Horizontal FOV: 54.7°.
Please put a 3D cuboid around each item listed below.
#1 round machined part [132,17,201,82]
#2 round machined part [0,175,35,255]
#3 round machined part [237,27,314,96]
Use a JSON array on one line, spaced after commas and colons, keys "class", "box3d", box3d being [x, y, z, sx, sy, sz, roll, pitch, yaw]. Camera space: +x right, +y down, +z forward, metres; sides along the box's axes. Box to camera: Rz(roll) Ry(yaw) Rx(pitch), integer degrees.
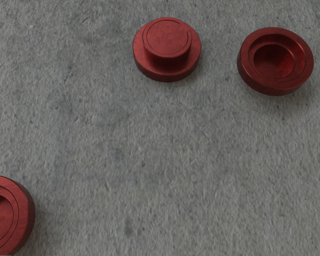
[{"class": "round machined part", "box3d": [0.010, -0.118, 0.442, 0.099, 0.042, 0.098, 0, 70, -1]}, {"class": "round machined part", "box3d": [-0.194, 0.106, 0.358, 0.099, 0.042, 0.098, 0, 70, -1]}, {"class": "round machined part", "box3d": [0.156, -0.088, 0.433, 0.099, 0.042, 0.098, 0, 70, -1]}]
